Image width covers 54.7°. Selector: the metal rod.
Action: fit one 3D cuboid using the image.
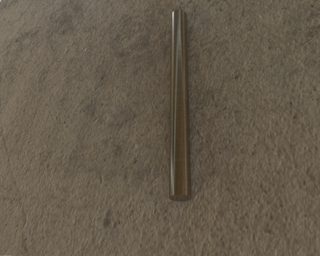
[{"bbox_3d":[0.026,-0.051,0.419,0.025,0.025,0.299,-12,57,21],"label":"metal rod"}]
